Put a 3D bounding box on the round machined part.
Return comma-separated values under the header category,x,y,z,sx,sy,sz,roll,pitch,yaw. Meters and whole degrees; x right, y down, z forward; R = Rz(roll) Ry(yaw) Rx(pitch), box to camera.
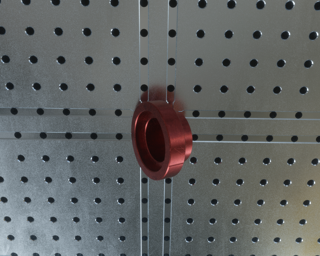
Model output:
category,x,y,z,sx,sy,sz,roll,pitch,yaw
round machined part,0.004,0.014,0.390,0.042,0.098,0.097,-9,114,-30
